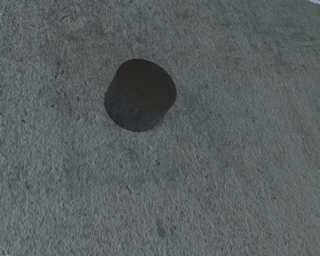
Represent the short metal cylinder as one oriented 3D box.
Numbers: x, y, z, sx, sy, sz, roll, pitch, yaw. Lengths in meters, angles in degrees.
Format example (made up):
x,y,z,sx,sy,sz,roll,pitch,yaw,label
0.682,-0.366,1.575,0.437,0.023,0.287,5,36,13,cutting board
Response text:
x,y,z,sx,sy,sz,roll,pitch,yaw,label
-0.026,-0.041,0.399,0.081,0.050,0.080,13,56,-21,short metal cylinder
